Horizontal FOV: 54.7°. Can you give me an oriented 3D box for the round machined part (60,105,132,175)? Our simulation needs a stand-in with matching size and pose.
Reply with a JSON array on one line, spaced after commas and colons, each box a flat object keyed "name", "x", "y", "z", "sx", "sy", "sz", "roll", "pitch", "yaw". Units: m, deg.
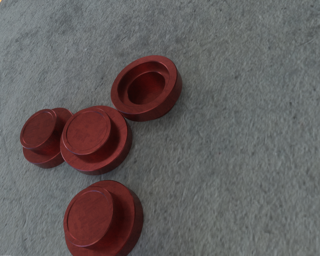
[{"name": "round machined part", "x": -0.091, "y": 0.011, "z": 0.419, "sx": 0.098, "sy": 0.042, "sz": 0.098, "roll": -5, "pitch": 64, "yaw": 11}]

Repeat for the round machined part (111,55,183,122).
[{"name": "round machined part", "x": -0.015, "y": -0.050, "z": 0.429, "sx": 0.098, "sy": 0.042, "sz": 0.098, "roll": -12, "pitch": 55, "yaw": 19}]

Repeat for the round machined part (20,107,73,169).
[{"name": "round machined part", "x": -0.173, "y": 0.009, "z": 0.476, "sx": 0.098, "sy": 0.042, "sz": 0.098, "roll": -13, "pitch": 56, "yaw": 20}]

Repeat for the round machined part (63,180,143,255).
[{"name": "round machined part", "x": -0.073, "y": 0.107, "z": 0.364, "sx": 0.098, "sy": 0.042, "sz": 0.098, "roll": -13, "pitch": 56, "yaw": 20}]
